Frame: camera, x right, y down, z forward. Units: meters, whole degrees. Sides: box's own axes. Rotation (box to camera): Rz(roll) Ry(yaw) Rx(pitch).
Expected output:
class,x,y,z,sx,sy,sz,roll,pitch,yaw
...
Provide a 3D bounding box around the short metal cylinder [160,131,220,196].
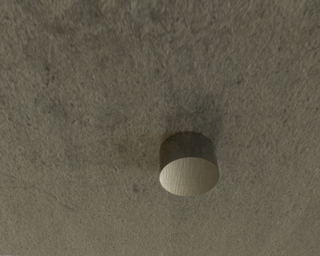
class,x,y,z,sx,sy,sz,roll,pitch,yaw
short metal cylinder,0.040,0.051,0.435,0.081,0.050,0.079,0,130,0
